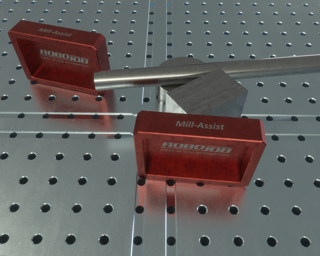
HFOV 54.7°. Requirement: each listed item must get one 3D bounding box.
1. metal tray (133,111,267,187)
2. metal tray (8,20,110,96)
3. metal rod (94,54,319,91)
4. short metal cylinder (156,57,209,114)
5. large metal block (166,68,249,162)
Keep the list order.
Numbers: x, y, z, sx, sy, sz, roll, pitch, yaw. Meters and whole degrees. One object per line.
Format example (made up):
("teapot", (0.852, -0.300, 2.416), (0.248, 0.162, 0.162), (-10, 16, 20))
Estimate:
("metal tray", (0.040, 0.026, 0.343), (0.131, 0.089, 0.030), (4, 51, 3))
("metal tray", (-0.140, -0.099, 0.447), (0.131, 0.089, 0.030), (13, 51, 10))
("metal rod", (0.068, -0.073, 0.404), (0.302, 0.025, 0.025), (-5, 50, -5))
("short metal cylinder", (0.034, -0.056, 0.438), (0.081, 0.050, 0.080), (0, 50, 0))
("large metal block", (0.055, -0.016, 0.386), (0.081, 0.080, 0.050), (-28, 55, -21))
